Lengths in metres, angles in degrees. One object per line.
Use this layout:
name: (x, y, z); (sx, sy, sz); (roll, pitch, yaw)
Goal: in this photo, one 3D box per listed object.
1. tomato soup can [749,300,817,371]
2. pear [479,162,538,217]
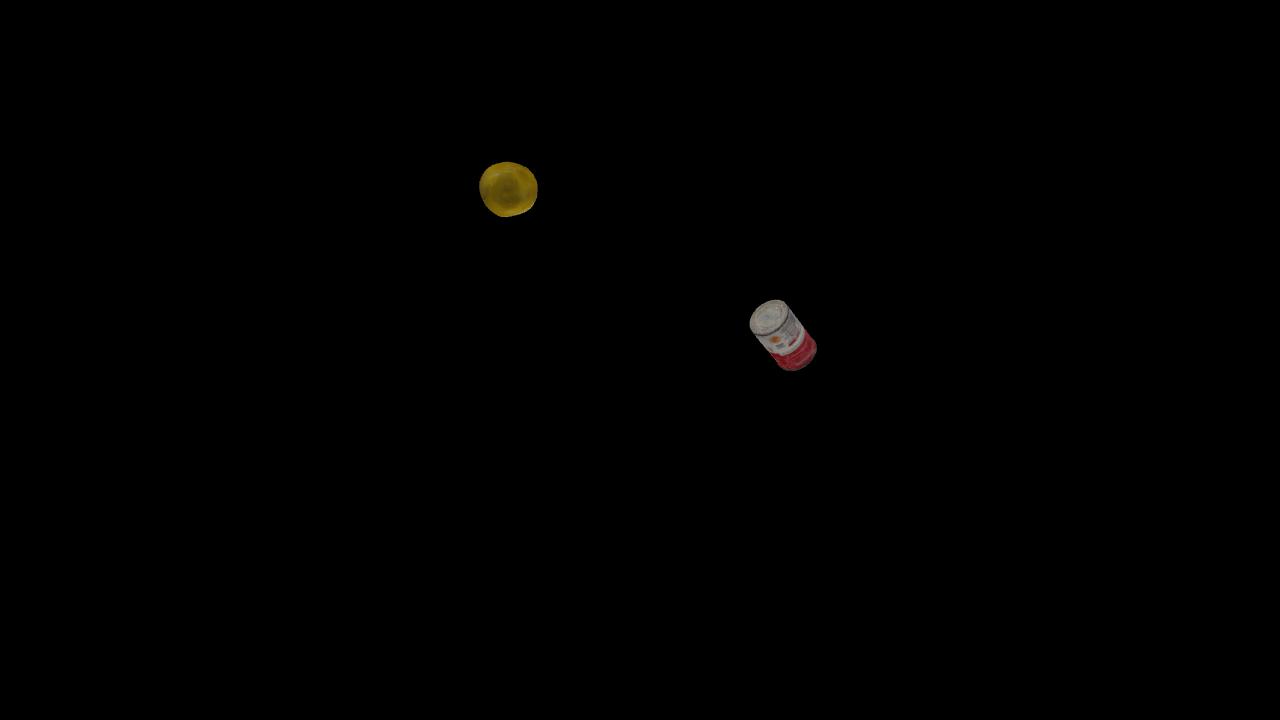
tomato soup can: (0.220, -0.037, 0.949); (0.068, 0.068, 0.101); (0, -33, 44)
pear: (-0.187, -0.244, 0.879); (0.080, 0.080, 0.111); (0, 14, -12)
